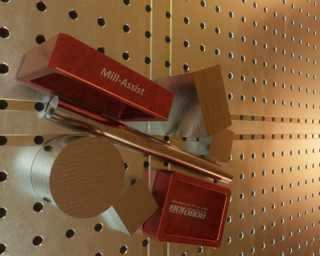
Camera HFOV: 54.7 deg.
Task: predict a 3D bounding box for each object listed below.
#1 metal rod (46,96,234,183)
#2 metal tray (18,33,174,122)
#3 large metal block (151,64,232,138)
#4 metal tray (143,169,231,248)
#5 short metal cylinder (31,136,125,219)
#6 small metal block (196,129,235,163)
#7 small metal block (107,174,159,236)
[{"bbox_3d":[-0.001,0.028,0.408,0.302,0.025,0.025,24,75,-37],"label":"metal rod"},{"bbox_3d":[-0.062,-0.042,0.313,0.131,0.090,0.030,23,76,-38],"label":"metal tray"},{"bbox_3d":[0.040,-0.034,0.408,0.050,0.080,0.080,-24,105,-38],"label":"large metal block"},{"bbox_3d":[0.044,0.117,0.442,0.131,0.030,0.090,23,76,-38],"label":"metal tray"},{"bbox_3d":[-0.084,0.048,0.321,0.081,0.050,0.080,0,90,-40],"label":"short metal cylinder"},{"bbox_3d":[0.086,0.024,0.481,0.050,0.025,0.050,22,76,-38],"label":"small metal block"},{"bbox_3d":[-0.036,0.093,0.380,0.050,0.025,0.050,-40,114,-33],"label":"small metal block"}]
